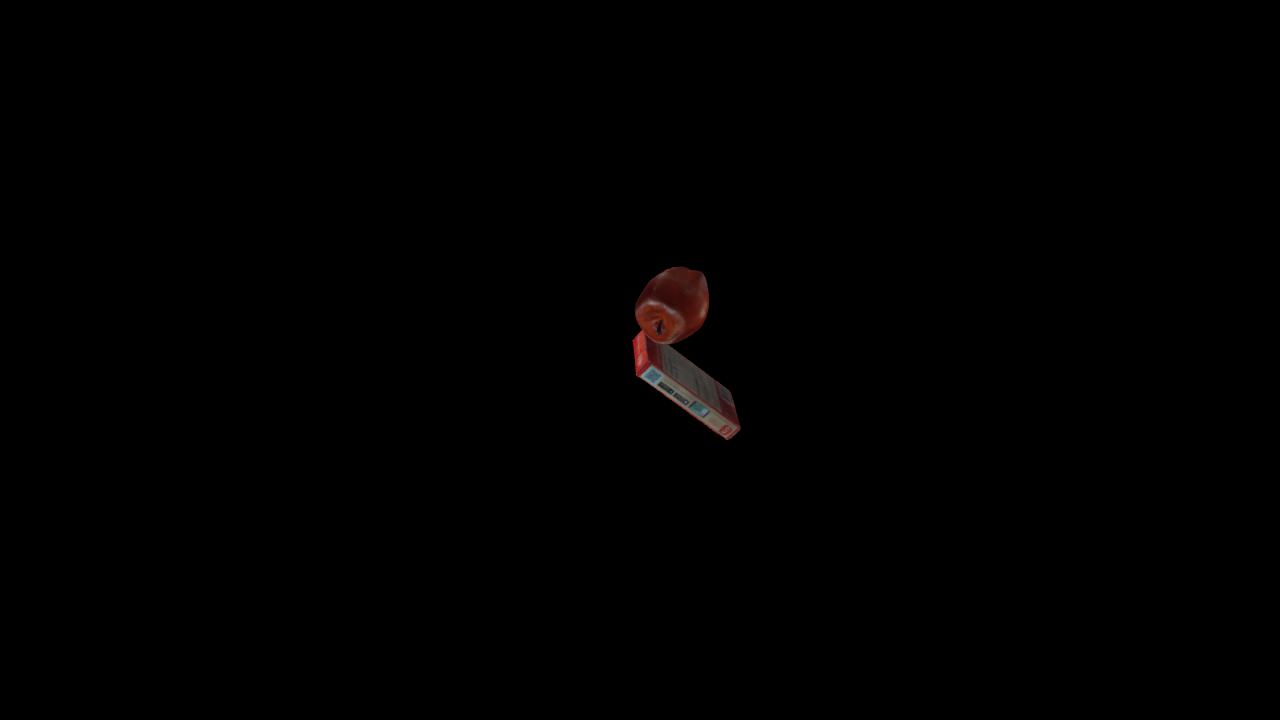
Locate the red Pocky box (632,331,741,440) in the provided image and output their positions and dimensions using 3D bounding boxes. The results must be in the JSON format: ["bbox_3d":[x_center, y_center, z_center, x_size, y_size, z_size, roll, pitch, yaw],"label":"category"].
[{"bbox_3d":[0.056,0.029,0.757,0.155,0.028,0.083,36,24,-22],"label":"red Pocky box"}]

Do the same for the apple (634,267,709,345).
[{"bbox_3d":[0.037,-0.059,0.667,0.079,0.079,0.093,0,39,36],"label":"apple"}]
